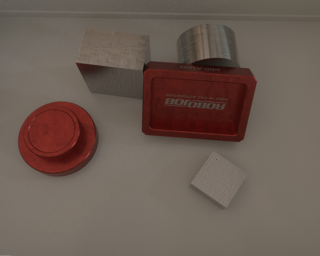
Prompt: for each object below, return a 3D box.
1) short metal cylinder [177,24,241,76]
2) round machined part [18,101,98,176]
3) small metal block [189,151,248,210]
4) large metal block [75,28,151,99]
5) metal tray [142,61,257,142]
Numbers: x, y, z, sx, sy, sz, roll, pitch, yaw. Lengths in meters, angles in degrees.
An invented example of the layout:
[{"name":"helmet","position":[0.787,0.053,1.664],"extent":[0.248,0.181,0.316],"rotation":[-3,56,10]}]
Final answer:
[{"name":"short metal cylinder","position":[0.064,-0.094,0.416],"extent":[0.081,0.080,0.050],"rotation":[-3,70,-1]},{"name":"round machined part","position":[-0.132,0.010,0.395],"extent":[0.099,0.042,0.098],"rotation":[0,70,-1]},{"name":"small metal block","position":[0.072,0.065,0.387],"extent":[0.050,0.025,0.050],"rotation":[34,73,11]},{"name":"large metal block","position":[-0.056,-0.082,0.409],"extent":[0.080,0.080,0.050],"rotation":[7,70,3]},{"name":"metal tray","position":[0.045,-0.032,0.388],"extent":[0.131,0.089,0.030],"rotation":[4,30,1]}]
